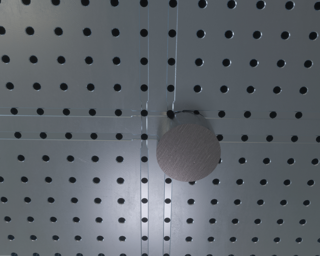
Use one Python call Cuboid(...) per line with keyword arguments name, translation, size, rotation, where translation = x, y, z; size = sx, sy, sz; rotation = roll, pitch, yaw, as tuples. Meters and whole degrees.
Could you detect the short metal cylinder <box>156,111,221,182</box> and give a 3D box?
Cuboid(name="short metal cylinder", translation=(0.036, 0.023, 0.409), size=(0.080, 0.050, 0.079), rotation=(0, 110, 0))
